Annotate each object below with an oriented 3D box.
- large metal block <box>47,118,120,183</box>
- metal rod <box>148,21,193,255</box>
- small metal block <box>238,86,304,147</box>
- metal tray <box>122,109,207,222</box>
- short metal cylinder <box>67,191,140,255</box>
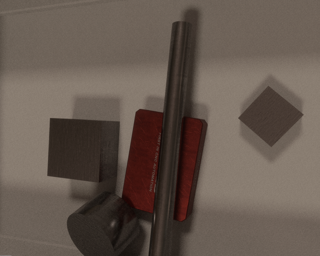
[{"bbox_3d":[-0.106,0.028,0.433,0.080,0.050,0.079,3,91,19],"label":"large metal block"},{"bbox_3d":[0.012,0.023,0.370,0.025,0.025,0.298,5,87,19],"label":"metal rod"},{"bbox_3d":[0.130,-0.013,0.365,0.050,0.025,0.050,44,103,14],"label":"small metal block"},{"bbox_3d":[0.005,0.046,0.405,0.090,0.030,0.129,11,93,19],"label":"metal tray"},{"bbox_3d":[-0.074,0.131,0.406,0.080,0.050,0.079,16,121,29],"label":"short metal cylinder"}]
